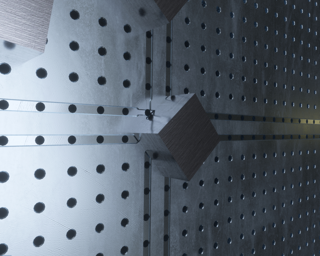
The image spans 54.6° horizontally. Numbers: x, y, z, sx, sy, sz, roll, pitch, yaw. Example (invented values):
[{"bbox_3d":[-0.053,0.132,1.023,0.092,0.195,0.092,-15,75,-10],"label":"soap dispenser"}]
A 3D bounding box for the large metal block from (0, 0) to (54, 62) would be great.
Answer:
[{"bbox_3d":[-0.144,-0.112,0.272,0.081,0.050,0.080,13,82,-39],"label":"large metal block"}]

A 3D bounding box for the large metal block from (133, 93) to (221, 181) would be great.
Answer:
[{"bbox_3d":[0.025,0.011,0.413,0.080,0.050,0.080,-47,118,-29],"label":"large metal block"}]

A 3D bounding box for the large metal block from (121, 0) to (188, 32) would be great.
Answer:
[{"bbox_3d":[-0.008,-0.181,0.385,0.080,0.050,0.080,49,61,-29],"label":"large metal block"}]
